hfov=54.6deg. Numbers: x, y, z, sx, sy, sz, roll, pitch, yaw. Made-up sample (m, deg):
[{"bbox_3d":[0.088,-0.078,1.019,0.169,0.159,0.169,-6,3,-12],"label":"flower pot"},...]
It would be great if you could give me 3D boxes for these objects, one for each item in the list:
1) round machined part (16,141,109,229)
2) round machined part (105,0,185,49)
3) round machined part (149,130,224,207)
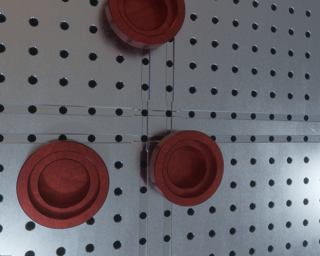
[{"bbox_3d":[-0.112,0.063,0.362,0.099,0.042,0.097,0,90,-20],"label":"round machined part"},{"bbox_3d":[-0.021,-0.149,0.395,0.099,0.042,0.097,0,90,-20],"label":"round machined part"},{"bbox_3d":[0.032,0.052,0.415,0.099,0.042,0.097,0,90,-20],"label":"round machined part"}]
